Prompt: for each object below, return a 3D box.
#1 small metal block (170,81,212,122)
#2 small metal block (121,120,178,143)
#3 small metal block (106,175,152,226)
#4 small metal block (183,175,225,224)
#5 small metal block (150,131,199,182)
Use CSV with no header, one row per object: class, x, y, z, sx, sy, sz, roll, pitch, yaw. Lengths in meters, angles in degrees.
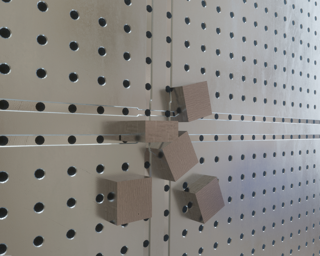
small metal block,0.046,-0.038,0.446,0.050,0.025,0.050,-18,101,-38
small metal block,-0.013,0.004,0.381,0.050,0.050,0.025,0,90,-40
small metal block,-0.037,0.086,0.377,0.050,0.025,0.050,0,90,-40
small metal block,0.066,0.105,0.464,0.050,0.025,0.050,-28,108,-36
small metal block,0.021,0.038,0.426,0.050,0.025,0.050,-34,111,-35
